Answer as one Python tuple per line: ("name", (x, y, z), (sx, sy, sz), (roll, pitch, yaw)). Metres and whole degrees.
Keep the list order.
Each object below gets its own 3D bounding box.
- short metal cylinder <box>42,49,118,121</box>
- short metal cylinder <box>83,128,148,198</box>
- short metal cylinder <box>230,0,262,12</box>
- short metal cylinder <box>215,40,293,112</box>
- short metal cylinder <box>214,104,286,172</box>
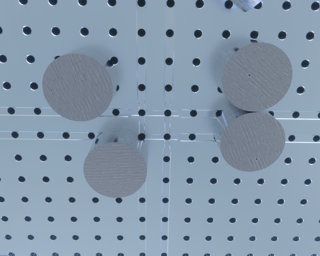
("short metal cylinder", (-0.095, -0.054, 0.379), (0.081, 0.050, 0.079), (0, 110, -1))
("short metal cylinder", (-0.057, 0.046, 0.416), (0.081, 0.050, 0.079), (0, 110, -1))
("short metal cylinder", (0.097, -0.170, 0.323), (0.050, 0.080, 0.080), (37, 106, -13))
("short metal cylinder", (0.111, -0.066, 0.378), (0.081, 0.050, 0.079), (0, 110, -1))
("short metal cylinder", (0.114, 0.010, 0.405), (0.081, 0.050, 0.079), (0, 110, -1))
